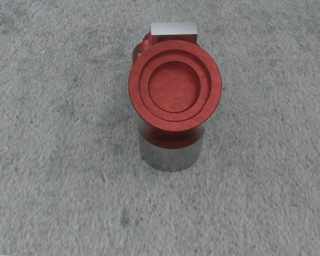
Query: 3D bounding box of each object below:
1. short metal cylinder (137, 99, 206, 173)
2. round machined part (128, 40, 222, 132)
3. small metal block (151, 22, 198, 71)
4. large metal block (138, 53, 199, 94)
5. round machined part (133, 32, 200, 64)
[{"bbox_3d":[0.013,0.008,0.383,0.081,0.050,0.080,0,50,0],"label":"short metal cylinder"},{"bbox_3d":[0.016,-0.044,0.345,0.099,0.042,0.097,0,88,-2],"label":"round machined part"},{"bbox_3d":[0.015,-0.095,0.364,0.050,0.050,0.025,-2,50,-2],"label":"small metal block"},{"bbox_3d":[0.013,-0.052,0.412,0.081,0.080,0.050,-2,50,-2],"label":"large metal block"},{"bbox_3d":[0.010,-0.106,0.441,0.099,0.098,0.042,-2,75,-2],"label":"round machined part"}]
